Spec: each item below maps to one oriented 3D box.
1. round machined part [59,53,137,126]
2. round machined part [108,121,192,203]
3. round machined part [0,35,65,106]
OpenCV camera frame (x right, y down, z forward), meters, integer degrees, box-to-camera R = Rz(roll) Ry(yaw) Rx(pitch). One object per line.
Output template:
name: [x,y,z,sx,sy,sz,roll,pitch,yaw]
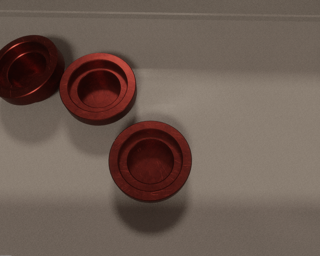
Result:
round machined part: [-0.080,-0.048,0.417,0.099,0.042,0.098,0,70,-1]
round machined part: [-0.012,0.043,0.385,0.099,0.042,0.098,0,70,-1]
round machined part: [-0.174,-0.073,0.418,0.098,0.042,0.098,-5,66,10]
